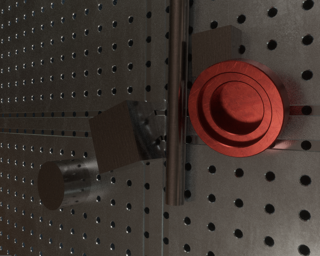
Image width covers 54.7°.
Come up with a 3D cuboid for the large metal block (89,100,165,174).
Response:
[{"bbox_3d":[-0.047,0.014,0.430,0.080,0.050,0.080,-22,76,37],"label":"large metal block"}]

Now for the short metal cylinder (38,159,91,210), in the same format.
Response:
[{"bbox_3d":[-0.163,0.094,0.524,0.080,0.050,0.079,0,90,39],"label":"short metal cylinder"}]

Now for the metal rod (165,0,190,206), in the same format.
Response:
[{"bbox_3d":[0.022,-0.054,0.389,0.025,0.025,0.298,2,91,39],"label":"metal rod"}]

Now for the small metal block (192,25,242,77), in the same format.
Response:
[{"bbox_3d":[0.065,-0.085,0.355,0.050,0.025,0.050,-1,89,39],"label":"small metal block"}]

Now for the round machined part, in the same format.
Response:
[{"bbox_3d":[0.082,-0.023,0.318,0.098,0.042,0.097,13,114,31],"label":"round machined part"}]
